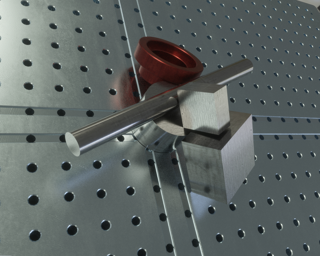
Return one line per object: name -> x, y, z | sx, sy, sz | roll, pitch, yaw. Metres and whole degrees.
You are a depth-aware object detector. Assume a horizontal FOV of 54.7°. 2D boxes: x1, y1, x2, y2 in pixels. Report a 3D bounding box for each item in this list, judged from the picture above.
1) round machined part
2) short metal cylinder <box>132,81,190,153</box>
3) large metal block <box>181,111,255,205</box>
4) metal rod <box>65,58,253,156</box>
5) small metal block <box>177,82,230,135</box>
round machined part -> 0.009, -0.088, 0.442 | 0.099, 0.042, 0.098 | 19, 31, -12
short metal cylinder -> 0.008, -0.014, 0.406 | 0.081, 0.050, 0.080 | 14, 56, -21
large metal block -> 0.076, 0.032, 0.386 | 0.080, 0.050, 0.080 | -41, 130, -39
metal rod -> 0.025, -0.039, 0.382 | 0.302, 0.025, 0.025 | -27, 77, -37
small metal block -> 0.051, -0.024, 0.357 | 0.025, 0.050, 0.050 | -34, 123, -38
